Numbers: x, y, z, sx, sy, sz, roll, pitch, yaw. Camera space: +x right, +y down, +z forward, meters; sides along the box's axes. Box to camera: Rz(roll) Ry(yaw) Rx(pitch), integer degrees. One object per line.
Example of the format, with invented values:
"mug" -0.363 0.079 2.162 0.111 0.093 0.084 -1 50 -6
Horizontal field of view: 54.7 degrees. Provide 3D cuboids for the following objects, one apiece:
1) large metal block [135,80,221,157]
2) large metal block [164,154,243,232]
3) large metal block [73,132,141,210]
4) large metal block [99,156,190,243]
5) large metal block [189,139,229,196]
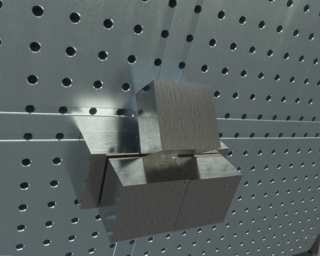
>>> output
"large metal block" 0.021 -0.009 0.376 0.081 0.050 0.080 0 76 -29
"large metal block" 0.050 0.083 0.408 0.081 0.050 0.079 0 119 -29
"large metal block" -0.061 0.052 0.396 0.081 0.050 0.079 1 118 -30
"large metal block" -0.021 0.081 0.367 0.081 0.050 0.079 0 119 -29
"large metal block" 0.043 0.053 0.452 0.081 0.050 0.079 -1 119 -28
